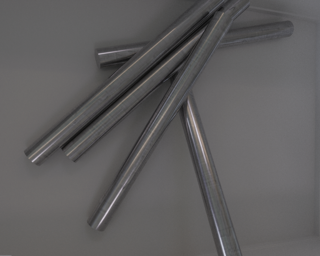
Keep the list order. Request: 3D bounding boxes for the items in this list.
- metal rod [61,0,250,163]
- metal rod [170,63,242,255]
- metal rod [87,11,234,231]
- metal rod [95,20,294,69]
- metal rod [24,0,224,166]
[{"bbox_3d":[0.000,-0.068,0.390,0.301,0.025,0.025,-43,104,-8],"label":"metal rod"},{"bbox_3d":[0.055,0.053,0.366,0.025,0.025,0.299,-6,67,-20],"label":"metal rod"},{"bbox_3d":[0.000,-0.007,0.380,0.025,0.025,0.299,31,91,-18],"label":"metal rod"},{"bbox_3d":[0.061,-0.120,0.432,0.302,0.025,0.025,-14,95,-20],"label":"metal rod"},{"bbox_3d":[-0.037,-0.066,0.375,0.301,0.025,0.025,-43,104,-7],"label":"metal rod"}]
